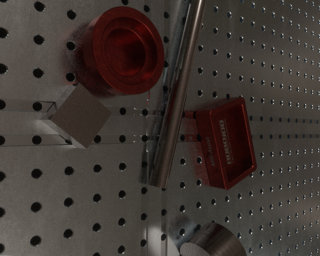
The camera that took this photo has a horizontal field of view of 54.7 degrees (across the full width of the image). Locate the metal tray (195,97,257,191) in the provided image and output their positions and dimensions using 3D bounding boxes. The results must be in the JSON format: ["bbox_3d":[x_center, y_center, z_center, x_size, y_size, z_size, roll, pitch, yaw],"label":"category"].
[{"bbox_3d":[0.110,0.023,0.500,0.091,0.030,0.129,-23,105,-38],"label":"metal tray"}]

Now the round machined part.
[{"bbox_3d":[-0.045,-0.086,0.362,0.099,0.042,0.097,0,90,-40],"label":"round machined part"}]

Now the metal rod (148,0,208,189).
[{"bbox_3d":[0.029,-0.066,0.435,0.025,0.025,0.299,21,77,-38],"label":"metal rod"}]

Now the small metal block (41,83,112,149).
[{"bbox_3d":[-0.089,-0.013,0.336,0.050,0.025,0.050,46,63,-31],"label":"small metal block"}]

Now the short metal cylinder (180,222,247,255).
[{"bbox_3d":[0.075,0.183,0.440,0.050,0.080,0.080,-28,108,-37],"label":"short metal cylinder"}]
